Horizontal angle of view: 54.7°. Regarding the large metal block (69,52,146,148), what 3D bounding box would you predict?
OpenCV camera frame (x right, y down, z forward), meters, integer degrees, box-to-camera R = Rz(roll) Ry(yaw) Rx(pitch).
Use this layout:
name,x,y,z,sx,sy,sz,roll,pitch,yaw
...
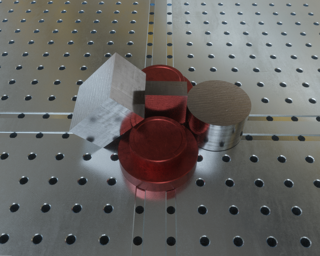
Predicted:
name,x,y,z,sx,sy,sz,roll,pitch,yaw
large metal block,-0.064,-0.034,0.392,0.050,0.080,0.080,32,40,-33

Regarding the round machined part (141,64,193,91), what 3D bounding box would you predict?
name,x,y,z,sx,sy,sz,roll,pitch,yaw
round machined part,0.000,-0.053,0.441,0.099,0.042,0.098,0,50,0

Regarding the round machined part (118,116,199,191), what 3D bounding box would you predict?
name,x,y,z,sx,sy,sz,roll,pitch,yaw
round machined part,-0.002,0.024,0.377,0.099,0.042,0.098,0,50,0

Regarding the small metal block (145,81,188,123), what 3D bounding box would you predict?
name,x,y,z,sx,sy,sz,roll,pitch,yaw
small metal block,0.008,-0.032,0.389,0.050,0.050,0.025,1,50,1

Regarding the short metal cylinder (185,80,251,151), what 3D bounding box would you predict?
name,x,y,z,sx,sy,sz,roll,pitch,yaw
short metal cylinder,0.073,-0.017,0.405,0.080,0.050,0.080,0,50,0
